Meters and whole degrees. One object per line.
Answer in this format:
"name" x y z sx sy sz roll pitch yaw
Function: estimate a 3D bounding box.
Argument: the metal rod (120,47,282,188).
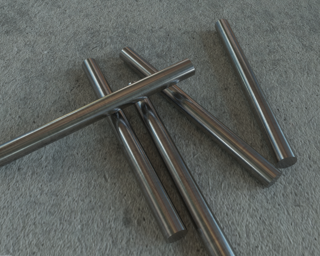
"metal rod" 0.038 -0.031 0.428 0.025 0.025 0.300 -31 57 -24

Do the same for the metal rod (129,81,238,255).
"metal rod" 0.019 0.047 0.363 0.025 0.025 0.300 -18 52 -14

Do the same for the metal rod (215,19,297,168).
"metal rod" 0.131 -0.072 0.464 0.025 0.025 0.300 -6 50 -5

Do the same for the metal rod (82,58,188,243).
"metal rod" -0.046 0.005 0.398 0.025 0.025 0.300 -20 53 -16

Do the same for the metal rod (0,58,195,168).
"metal rod" -0.092 -0.016 0.388 0.302 0.025 0.025 -27 55 -11
